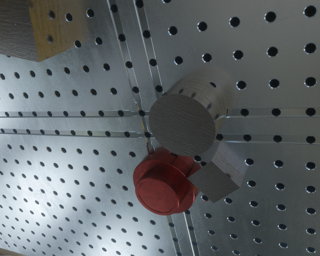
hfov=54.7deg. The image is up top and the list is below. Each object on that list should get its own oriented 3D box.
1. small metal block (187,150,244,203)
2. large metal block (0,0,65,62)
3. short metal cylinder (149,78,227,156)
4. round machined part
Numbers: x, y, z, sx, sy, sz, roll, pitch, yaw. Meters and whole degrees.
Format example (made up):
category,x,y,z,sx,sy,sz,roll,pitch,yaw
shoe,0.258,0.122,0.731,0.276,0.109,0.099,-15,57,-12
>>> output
category,x,y,z,sx,sy,sz,roll,pitch,yaw
small metal block,0.074,0.065,0.412,0.050,0.025,0.050,43,129,-3
large metal block,-0.178,-0.138,0.401,0.080,0.050,0.079,15,125,19
short metal cylinder,0.034,-0.013,0.368,0.080,0.050,0.079,13,124,20
round machined part,0.003,0.088,0.452,0.098,0.042,0.097,13,124,20
